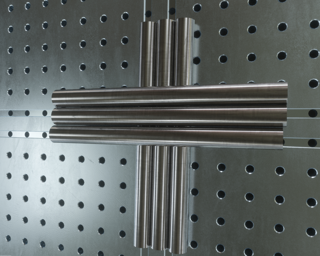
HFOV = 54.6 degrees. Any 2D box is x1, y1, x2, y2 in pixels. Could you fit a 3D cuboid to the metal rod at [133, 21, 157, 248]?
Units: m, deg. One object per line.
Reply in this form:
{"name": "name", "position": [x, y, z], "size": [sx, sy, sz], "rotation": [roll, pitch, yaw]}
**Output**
{"name": "metal rod", "position": [-0.019, 0.009, 0.420], "size": [0.025, 0.025, 0.298], "rotation": [2, 91, 20]}

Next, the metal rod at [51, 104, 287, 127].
{"name": "metal rod", "position": [-0.004, -0.015, 0.388], "size": [0.301, 0.025, 0.025], "rotation": [1, 90, 20]}

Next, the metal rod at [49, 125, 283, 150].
{"name": "metal rod", "position": [-0.007, 0.010, 0.389], "size": [0.301, 0.025, 0.025], "rotation": [1, 90, 20]}

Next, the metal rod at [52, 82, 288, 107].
{"name": "metal rod", "position": [-0.003, -0.040, 0.387], "size": [0.301, 0.025, 0.025], "rotation": [1, 90, 20]}

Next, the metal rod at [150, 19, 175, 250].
{"name": "metal rod", "position": [0.004, 0.009, 0.412], "size": [0.025, 0.025, 0.298], "rotation": [2, 91, 20]}

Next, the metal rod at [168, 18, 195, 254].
{"name": "metal rod", "position": [0.028, 0.010, 0.403], "size": [0.025, 0.025, 0.298], "rotation": [2, 91, 20]}
